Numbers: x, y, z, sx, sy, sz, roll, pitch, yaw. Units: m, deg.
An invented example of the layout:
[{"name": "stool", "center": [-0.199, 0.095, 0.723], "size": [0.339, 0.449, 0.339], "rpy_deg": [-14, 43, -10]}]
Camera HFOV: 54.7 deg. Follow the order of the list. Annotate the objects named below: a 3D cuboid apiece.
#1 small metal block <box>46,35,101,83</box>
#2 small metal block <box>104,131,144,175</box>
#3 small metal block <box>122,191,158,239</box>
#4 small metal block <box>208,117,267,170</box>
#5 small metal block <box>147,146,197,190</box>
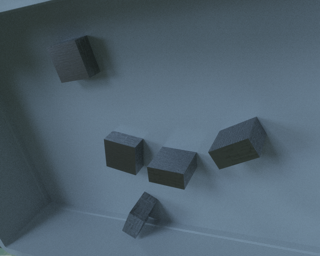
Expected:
[{"name": "small metal block", "center": [-0.114, -0.091, 0.411], "size": [0.050, 0.025, 0.050], "rpy_deg": [-4, 117, 29]}, {"name": "small metal block", "center": [-0.053, 0.037, 0.457], "size": [0.050, 0.025, 0.050], "rpy_deg": [14, 124, 20]}, {"name": "small metal block", "center": [-0.032, 0.139, 0.493], "size": [0.025, 0.050, 0.050], "rpy_deg": [29, 128, 9]}, {"name": "small metal block", "center": [0.090, 0.017, 0.355], "size": [0.050, 0.050, 0.025], "rpy_deg": [-25, 105, 36]}, {"name": "small metal block", "center": [0.017, 0.052, 0.414], "size": [0.050, 0.050, 0.025], "rpy_deg": [8, 122, 23]}]
